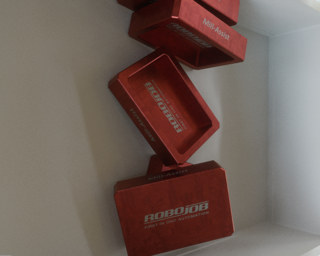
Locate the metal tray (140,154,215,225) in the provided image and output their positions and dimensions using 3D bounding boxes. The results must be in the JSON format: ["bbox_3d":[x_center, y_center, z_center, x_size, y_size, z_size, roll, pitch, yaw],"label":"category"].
[{"bbox_3d":[0.035,0.096,0.435,0.131,0.030,0.090,22,76,-38],"label":"metal tray"}]

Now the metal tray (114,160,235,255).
[{"bbox_3d":[0.018,0.098,0.374,0.131,0.030,0.089,-12,103,-6],"label":"metal tray"}]

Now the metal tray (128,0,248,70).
[{"bbox_3d":[0.037,-0.116,0.397,0.131,0.090,0.030,17,79,-39],"label":"metal tray"}]

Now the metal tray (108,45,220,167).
[{"bbox_3d":[0.009,-0.028,0.390,0.090,0.030,0.130,-40,100,-33],"label":"metal tray"}]

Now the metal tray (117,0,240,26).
[{"bbox_3d":[0.025,-0.157,0.386,0.131,0.090,0.030,12,82,-40],"label":"metal tray"}]
